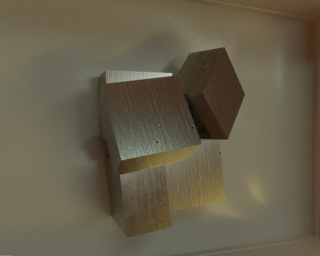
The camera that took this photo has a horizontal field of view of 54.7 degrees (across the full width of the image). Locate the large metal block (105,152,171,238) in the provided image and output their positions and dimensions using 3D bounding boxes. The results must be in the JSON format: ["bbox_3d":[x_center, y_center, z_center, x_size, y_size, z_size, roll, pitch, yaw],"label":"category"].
[{"bbox_3d":[-0.029,0.073,0.370,0.050,0.080,0.079,-7,93,-20],"label":"large metal block"}]

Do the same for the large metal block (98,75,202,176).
[{"bbox_3d":[-0.014,-0.003,0.322,0.081,0.050,0.080,-10,68,-20],"label":"large metal block"}]

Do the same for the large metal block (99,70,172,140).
[{"bbox_3d":[-0.031,-0.026,0.385,0.081,0.050,0.079,-1,91,-20],"label":"large metal block"}]

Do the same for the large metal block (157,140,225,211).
[{"bbox_3d":[0.034,0.057,0.407,0.081,0.050,0.079,-6,92,-20],"label":"large metal block"}]

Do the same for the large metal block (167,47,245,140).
[{"bbox_3d":[0.061,-0.042,0.392,0.080,0.050,0.080,55,50,-36],"label":"large metal block"}]
